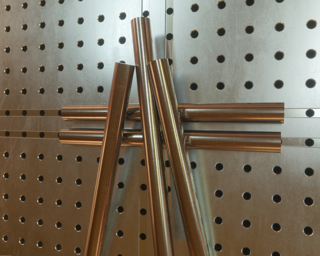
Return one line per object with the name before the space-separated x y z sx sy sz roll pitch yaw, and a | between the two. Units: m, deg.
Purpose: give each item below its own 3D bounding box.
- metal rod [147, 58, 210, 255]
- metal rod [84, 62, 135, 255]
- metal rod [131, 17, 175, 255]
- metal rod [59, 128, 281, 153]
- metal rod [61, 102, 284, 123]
metal rod | 0.029 0.065 0.382 0.025 0.025 0.298 -11 93 19
metal rod | -0.072 0.063 0.417 0.025 0.025 0.298 15 102 19
metal rod | -0.009 0.012 0.389 0.025 0.025 0.298 -7 88 19
metal rod | -0.001 0.014 0.412 0.301 0.025 0.025 1 90 19
metal rod | 0.003 -0.020 0.411 0.301 0.025 0.025 1 90 19
